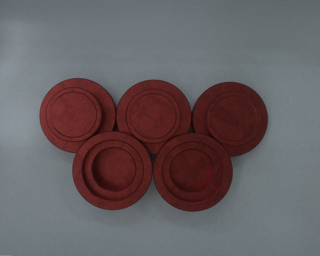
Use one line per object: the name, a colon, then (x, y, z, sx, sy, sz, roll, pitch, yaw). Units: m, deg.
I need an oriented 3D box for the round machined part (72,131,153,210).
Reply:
round machined part: (-0.058, 0.052, 0.401, 0.099, 0.042, 0.097, 0, 90, 0)

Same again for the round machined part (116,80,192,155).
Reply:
round machined part: (-0.008, -0.014, 0.400, 0.099, 0.042, 0.097, 0, 89, 0)

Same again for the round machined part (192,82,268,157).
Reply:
round machined part: (0.091, -0.011, 0.401, 0.099, 0.042, 0.097, 0, 89, 0)

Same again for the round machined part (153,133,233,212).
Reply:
round machined part: (0.040, 0.054, 0.401, 0.099, 0.042, 0.097, 0, 90, 0)

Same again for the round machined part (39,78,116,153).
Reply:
round machined part: (-0.106, -0.016, 0.399, 0.099, 0.042, 0.097, 0, 89, -1)
